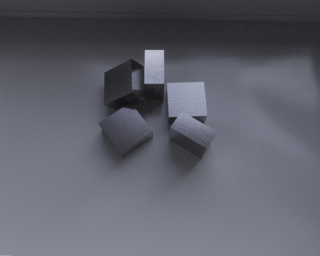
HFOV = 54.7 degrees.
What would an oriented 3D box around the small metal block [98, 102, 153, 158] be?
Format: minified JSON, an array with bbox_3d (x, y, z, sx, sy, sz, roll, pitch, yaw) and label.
[{"bbox_3d":[-0.044,0.003,0.408,0.050,0.025,0.050,-35,74,-12],"label":"small metal block"}]

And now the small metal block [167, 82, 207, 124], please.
[{"bbox_3d":[0.036,-0.034,0.423,0.050,0.025,0.050,-2,70,-1],"label":"small metal block"}]

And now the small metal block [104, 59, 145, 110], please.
[{"bbox_3d":[-0.048,-0.057,0.416,0.050,0.025,0.050,-19,63,33],"label":"small metal block"}]

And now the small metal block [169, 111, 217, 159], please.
[{"bbox_3d":[0.040,0.010,0.393,0.050,0.050,0.025,31,73,10],"label":"small metal block"}]

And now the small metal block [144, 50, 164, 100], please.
[{"bbox_3d":[-0.007,-0.071,0.422,0.025,0.050,0.050,0,70,0],"label":"small metal block"}]
